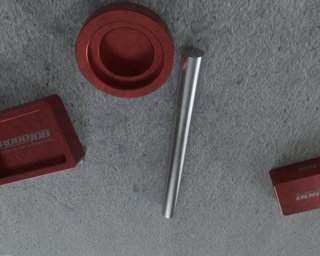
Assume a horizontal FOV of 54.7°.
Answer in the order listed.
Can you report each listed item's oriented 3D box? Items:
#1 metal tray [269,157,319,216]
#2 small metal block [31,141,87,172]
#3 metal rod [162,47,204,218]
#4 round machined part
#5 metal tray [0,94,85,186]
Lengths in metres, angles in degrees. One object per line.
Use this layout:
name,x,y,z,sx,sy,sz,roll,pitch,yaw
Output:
metal tray,0.246,0.087,0.482,0.130,0.030,0.090,-18,128,14
small metal block,-0.139,0.031,0.432,0.050,0.025,0.050,-22,127,17
metal rod,0.026,0.031,0.433,0.025,0.025,0.298,3,130,-3
round machined part,-0.034,-0.083,0.325,0.099,0.042,0.097,-1,130,0
metal tray,-0.173,0.018,0.393,0.130,0.030,0.090,-14,108,14
